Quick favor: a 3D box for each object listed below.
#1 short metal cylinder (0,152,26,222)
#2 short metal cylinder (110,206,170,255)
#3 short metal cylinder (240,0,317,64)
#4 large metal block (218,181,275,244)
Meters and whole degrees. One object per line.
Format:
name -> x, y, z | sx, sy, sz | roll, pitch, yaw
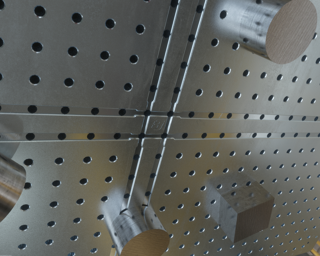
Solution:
short metal cylinder -> -0.185, 0.059, 0.311 | 0.080, 0.080, 0.050 | -41, 130, 0
short metal cylinder -> -0.032, 0.169, 0.482 | 0.081, 0.050, 0.079 | -14, 124, -21
short metal cylinder -> 0.151, -0.128, 0.398 | 0.081, 0.050, 0.079 | -14, 124, -21
large metal block -> 0.159, 0.157, 0.579 | 0.081, 0.050, 0.079 | -16, 125, -20
